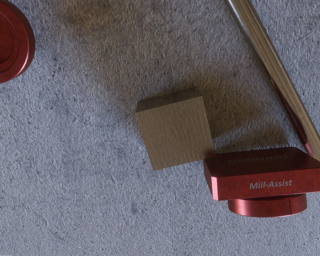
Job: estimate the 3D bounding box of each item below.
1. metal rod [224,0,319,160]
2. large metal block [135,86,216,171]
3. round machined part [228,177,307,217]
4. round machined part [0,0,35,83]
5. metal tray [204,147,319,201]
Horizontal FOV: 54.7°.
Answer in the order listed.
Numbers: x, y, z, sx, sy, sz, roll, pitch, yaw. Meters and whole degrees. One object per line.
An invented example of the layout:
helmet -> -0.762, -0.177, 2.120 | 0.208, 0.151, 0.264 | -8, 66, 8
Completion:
metal rod -> 0.143, -0.071, 0.385 | 0.025, 0.025, 0.299 | -32, 108, 11
large metal block -> 0.020, 0.000, 0.397 | 0.080, 0.050, 0.080 | -14, 110, 4
round machined part -> 0.138, 0.082, 0.407 | 0.099, 0.098, 0.042 | -6, 90, 2
round machined part -> -0.195, -0.103, 0.360 | 0.099, 0.042, 0.097 | 0, 110, -1
metal tray -> 0.126, 0.055, 0.395 | 0.131, 0.090, 0.030 | -6, 101, 1
